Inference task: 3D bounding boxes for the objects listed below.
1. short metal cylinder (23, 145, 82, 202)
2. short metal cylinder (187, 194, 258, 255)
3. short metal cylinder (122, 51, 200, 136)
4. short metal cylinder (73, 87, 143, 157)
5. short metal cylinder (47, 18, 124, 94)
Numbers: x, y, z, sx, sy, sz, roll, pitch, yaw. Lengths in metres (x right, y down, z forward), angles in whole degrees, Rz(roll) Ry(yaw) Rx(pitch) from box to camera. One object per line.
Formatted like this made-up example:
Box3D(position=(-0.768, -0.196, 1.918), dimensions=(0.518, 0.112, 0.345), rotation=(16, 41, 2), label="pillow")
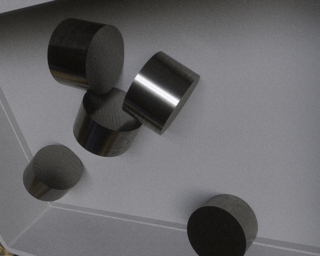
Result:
Box3D(position=(-0.177, 0.075, 0.513), dimensions=(0.080, 0.080, 0.050), rotation=(46, 129, -4), label="short metal cylinder")
Box3D(position=(0.084, 0.135, 0.415), dimensions=(0.080, 0.050, 0.079), rotation=(5, 100, 32), label="short metal cylinder")
Box3D(position=(0.002, -0.038, 0.348), dimensions=(0.050, 0.080, 0.079), rotation=(34, 129, 6), label="short metal cylinder")
Box3D(position=(-0.067, -0.009, 0.403), dimensions=(0.080, 0.080, 0.050), rotation=(35, 129, 5), label="short metal cylinder")
Box3D(position=(-0.084, -0.084, 0.366), dimensions=(0.050, 0.080, 0.079), rotation=(16, 125, 19), label="short metal cylinder")
